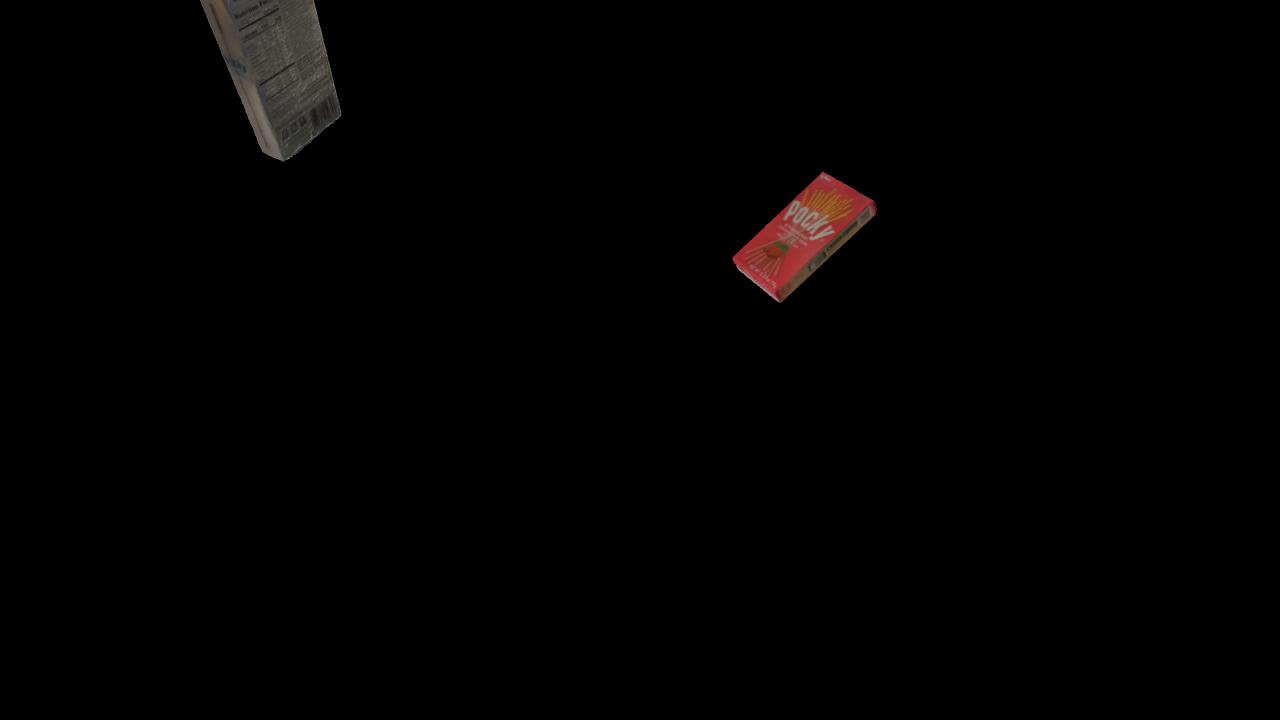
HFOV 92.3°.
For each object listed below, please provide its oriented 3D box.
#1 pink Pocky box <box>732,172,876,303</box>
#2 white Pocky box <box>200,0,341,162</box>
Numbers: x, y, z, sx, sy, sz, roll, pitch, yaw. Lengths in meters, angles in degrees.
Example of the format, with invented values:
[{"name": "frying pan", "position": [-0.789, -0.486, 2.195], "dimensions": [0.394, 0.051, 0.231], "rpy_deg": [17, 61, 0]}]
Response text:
[{"name": "pink Pocky box", "position": [0.193, -0.147, 0.730], "dimensions": [0.084, 0.155, 0.029], "rpy_deg": [49, 4, 38]}, {"name": "white Pocky box", "position": [-0.292, -0.247, 0.497], "dimensions": [0.028, 0.084, 0.154], "rpy_deg": [24, -34, 4]}]
